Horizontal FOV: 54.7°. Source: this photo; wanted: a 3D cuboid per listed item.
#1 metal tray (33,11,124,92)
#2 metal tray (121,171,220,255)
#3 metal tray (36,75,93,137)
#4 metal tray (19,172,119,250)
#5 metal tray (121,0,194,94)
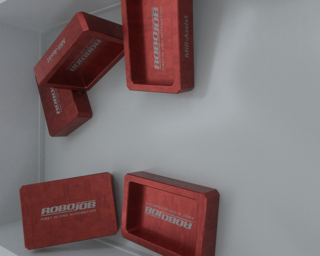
[{"bbox_3d":[-0.112,-0.104,0.453,0.130,0.091,0.030,-35,69,34],"label":"metal tray"},{"bbox_3d":[0.008,0.111,0.394,0.130,0.030,0.089,7,94,39],"label":"metal tray"},{"bbox_3d":[-0.171,-0.060,0.541,0.090,0.030,0.129,-30,72,35],"label":"metal tray"},{"bbox_3d":[-0.131,0.119,0.456,0.131,0.030,0.090,-9,82,-5],"label":"metal tray"},{"bbox_3d":[-0.004,-0.111,0.386,0.090,0.030,0.129,9,109,39],"label":"metal tray"}]
